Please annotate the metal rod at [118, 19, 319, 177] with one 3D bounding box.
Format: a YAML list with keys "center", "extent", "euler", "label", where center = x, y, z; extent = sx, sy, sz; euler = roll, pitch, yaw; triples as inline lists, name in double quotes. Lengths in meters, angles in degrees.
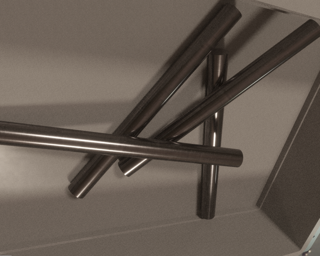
- center: [0.070, -0.033, 0.398]
  extent: [0.300, 0.025, 0.025]
  euler: [-37, 130, 8]
  label: "metal rod"

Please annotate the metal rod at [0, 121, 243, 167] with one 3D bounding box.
- center: [-0.034, 0.023, 0.370]
  extent: [0.302, 0.025, 0.025]
  euler: [8, 115, -21]
  label: "metal rod"

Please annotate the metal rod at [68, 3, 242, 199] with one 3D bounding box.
- center: [-0.010, -0.029, 0.386]
  extent: [0.299, 0.025, 0.025]
  euler: [-49, 129, 6]
  label: "metal rod"

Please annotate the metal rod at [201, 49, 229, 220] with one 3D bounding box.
- center: [0.080, 0.029, 0.472]
  extent: [0.025, 0.025, 0.298]
  euler: [-16, 125, -20]
  label: "metal rod"
